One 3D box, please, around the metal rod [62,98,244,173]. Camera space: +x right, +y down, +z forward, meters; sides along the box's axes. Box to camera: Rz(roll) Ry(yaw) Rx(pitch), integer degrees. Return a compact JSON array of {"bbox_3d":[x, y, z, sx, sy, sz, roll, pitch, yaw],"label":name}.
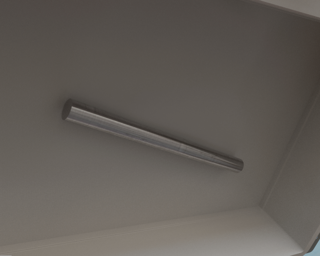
[{"bbox_3d":[0.014,0.021,0.426,0.302,0.025,0.025,20,108,-36],"label":"metal rod"}]
